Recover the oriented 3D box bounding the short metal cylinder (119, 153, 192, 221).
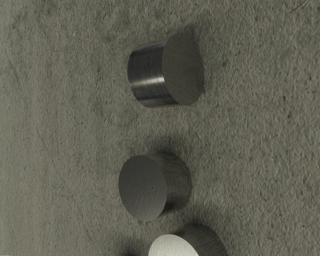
[{"bbox_3d":[-0.007,0.073,0.394,0.080,0.050,0.080,0,90,40],"label":"short metal cylinder"}]

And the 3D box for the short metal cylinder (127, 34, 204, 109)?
[{"bbox_3d":[0.009,-0.064,0.362,0.050,0.081,0.080,-2,89,40],"label":"short metal cylinder"}]

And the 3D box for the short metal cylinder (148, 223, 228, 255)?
[{"bbox_3d":[0.033,0.158,0.362,0.080,0.050,0.080,0,90,40],"label":"short metal cylinder"}]

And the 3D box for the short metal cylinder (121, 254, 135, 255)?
[{"bbox_3d":[-0.056,0.226,0.435,0.080,0.050,0.080,0,90,40],"label":"short metal cylinder"}]
